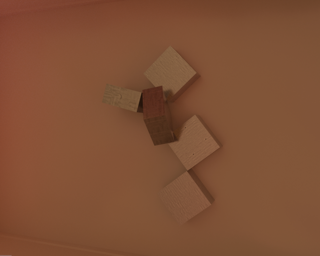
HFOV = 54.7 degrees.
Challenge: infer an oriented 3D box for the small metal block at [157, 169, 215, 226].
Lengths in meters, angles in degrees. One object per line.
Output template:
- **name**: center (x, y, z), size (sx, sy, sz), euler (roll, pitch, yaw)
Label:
- **small metal block**: center (0.033, 0.088, 0.398), size (0.050, 0.025, 0.050), euler (-39, 78, 15)

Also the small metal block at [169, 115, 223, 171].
- **small metal block**: center (0.043, 0.018, 0.395), size (0.050, 0.025, 0.050), euler (-39, 78, 15)

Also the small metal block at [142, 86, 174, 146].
- **small metal block**: center (-0.002, -0.015, 0.380), size (0.025, 0.050, 0.050), euler (-12, 48, 8)

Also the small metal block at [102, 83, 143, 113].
- **small metal block**: center (-0.040, -0.038, 0.410), size (0.050, 0.050, 0.025), euler (16, 96, 19)

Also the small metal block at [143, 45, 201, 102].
- **small metal block**: center (0.016, -0.070, 0.404), size (0.050, 0.025, 0.050), euler (-44, 77, 14)
